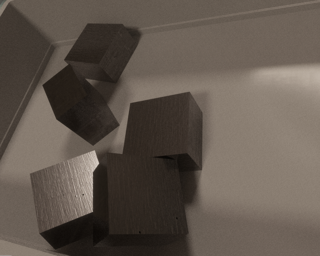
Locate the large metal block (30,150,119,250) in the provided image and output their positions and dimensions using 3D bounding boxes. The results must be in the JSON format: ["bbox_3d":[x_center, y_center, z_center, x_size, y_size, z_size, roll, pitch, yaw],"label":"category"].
[{"bbox_3d":[-0.101,0.085,0.373,0.081,0.050,0.080,-20,51,-11],"label":"large metal block"}]

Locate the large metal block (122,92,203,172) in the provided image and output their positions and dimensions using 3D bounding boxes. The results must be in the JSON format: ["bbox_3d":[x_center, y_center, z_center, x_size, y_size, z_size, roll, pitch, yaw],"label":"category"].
[{"bbox_3d":[0.006,0.009,0.380,0.080,0.050,0.080,-9,58,23],"label":"large metal block"}]

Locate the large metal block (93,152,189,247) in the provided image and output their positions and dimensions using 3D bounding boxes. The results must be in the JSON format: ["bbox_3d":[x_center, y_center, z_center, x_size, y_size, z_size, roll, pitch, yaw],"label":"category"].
[{"bbox_3d":[-0.023,0.076,0.324,0.050,0.081,0.080,-49,40,48],"label":"large metal block"}]

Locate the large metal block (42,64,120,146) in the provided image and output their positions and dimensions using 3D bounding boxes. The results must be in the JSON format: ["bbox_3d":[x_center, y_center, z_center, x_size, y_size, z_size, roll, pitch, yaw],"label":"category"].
[{"bbox_3d":[-0.114,-0.033,0.448,0.050,0.080,0.080,-38,51,3],"label":"large metal block"}]

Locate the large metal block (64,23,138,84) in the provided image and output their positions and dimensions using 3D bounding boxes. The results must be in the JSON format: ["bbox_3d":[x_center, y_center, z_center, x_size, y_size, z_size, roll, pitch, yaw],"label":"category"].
[{"bbox_3d":[-0.098,-0.126,0.516,0.080,0.050,0.080,13,68,33],"label":"large metal block"}]
